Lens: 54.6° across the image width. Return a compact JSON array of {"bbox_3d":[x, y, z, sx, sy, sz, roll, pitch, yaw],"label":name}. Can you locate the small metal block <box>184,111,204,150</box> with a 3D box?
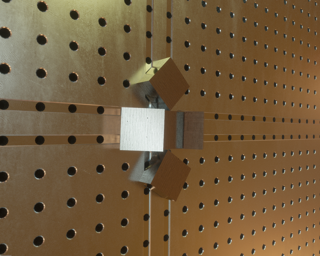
[{"bbox_3d":[0.048,0.004,0.431,0.050,0.025,0.050,11,80,-80],"label":"small metal block"}]

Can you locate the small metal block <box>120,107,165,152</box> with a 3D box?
[{"bbox_3d":[-0.021,0.002,0.374,0.050,0.025,0.050,2,89,-4],"label":"small metal block"}]

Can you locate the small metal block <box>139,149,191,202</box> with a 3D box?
[{"bbox_3d":[0.008,0.063,0.414,0.050,0.025,0.050,41,66,-31],"label":"small metal block"}]

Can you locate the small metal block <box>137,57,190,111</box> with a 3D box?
[{"bbox_3d":[0.006,-0.057,0.413,0.050,0.025,0.050,-52,120,-28],"label":"small metal block"}]

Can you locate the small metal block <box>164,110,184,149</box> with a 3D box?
[{"bbox_3d":[0.007,0.003,0.413,0.050,0.025,0.050,2,88,-40],"label":"small metal block"}]
